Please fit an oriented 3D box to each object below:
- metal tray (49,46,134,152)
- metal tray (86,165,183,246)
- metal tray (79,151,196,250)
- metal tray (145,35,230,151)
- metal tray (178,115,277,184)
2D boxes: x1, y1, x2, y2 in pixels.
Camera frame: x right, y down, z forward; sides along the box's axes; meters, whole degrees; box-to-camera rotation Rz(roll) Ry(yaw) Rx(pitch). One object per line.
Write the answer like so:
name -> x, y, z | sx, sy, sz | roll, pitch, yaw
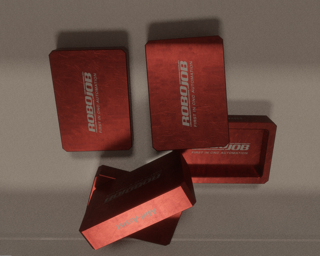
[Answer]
metal tray -> -0.083, -0.035, 0.394 | 0.091, 0.030, 0.129 | -2, 110, 0
metal tray -> -0.037, 0.113, 0.450 | 0.131, 0.030, 0.089 | 16, 109, -6
metal tray -> -0.026, 0.082, 0.374 | 0.130, 0.090, 0.030 | -27, 108, 9
metal tray -> 0.032, -0.040, 0.374 | 0.091, 0.030, 0.129 | -4, 92, 1
metal tray -> 0.083, 0.029, 0.420 | 0.131, 0.030, 0.089 | 1, 110, -1
